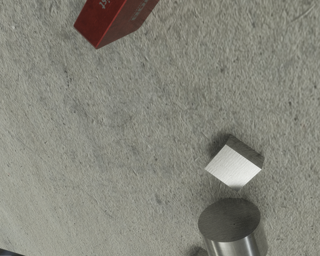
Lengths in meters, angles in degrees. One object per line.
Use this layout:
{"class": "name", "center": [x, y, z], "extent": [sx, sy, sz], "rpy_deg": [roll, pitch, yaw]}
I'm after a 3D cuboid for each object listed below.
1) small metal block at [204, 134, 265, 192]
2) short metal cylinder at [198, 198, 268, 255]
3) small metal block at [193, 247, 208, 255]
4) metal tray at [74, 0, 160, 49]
{"class": "small metal block", "center": [0.092, 0.044, 0.385], "extent": [0.050, 0.025, 0.050], "rpy_deg": [35, 129, 4]}
{"class": "short metal cylinder", "center": [0.095, 0.138, 0.406], "extent": [0.080, 0.080, 0.050], "rpy_deg": [-6, 116, 31]}
{"class": "small metal block", "center": [0.074, 0.232, 0.511], "extent": [0.050, 0.025, 0.050], "rpy_deg": [32, 129, 7]}
{"class": "metal tray", "center": [-0.018, -0.139, 0.288], "extent": [0.030, 0.090, 0.129], "rpy_deg": [45, 129, -3]}
